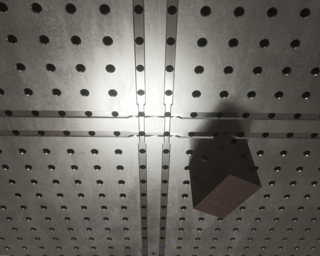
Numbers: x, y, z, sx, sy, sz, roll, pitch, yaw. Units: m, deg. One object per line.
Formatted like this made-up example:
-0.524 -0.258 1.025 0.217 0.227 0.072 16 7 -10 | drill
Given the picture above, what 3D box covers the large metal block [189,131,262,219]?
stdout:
0.086 0.066 0.433 0.050 0.080 0.080 23 126 -19 | large metal block
